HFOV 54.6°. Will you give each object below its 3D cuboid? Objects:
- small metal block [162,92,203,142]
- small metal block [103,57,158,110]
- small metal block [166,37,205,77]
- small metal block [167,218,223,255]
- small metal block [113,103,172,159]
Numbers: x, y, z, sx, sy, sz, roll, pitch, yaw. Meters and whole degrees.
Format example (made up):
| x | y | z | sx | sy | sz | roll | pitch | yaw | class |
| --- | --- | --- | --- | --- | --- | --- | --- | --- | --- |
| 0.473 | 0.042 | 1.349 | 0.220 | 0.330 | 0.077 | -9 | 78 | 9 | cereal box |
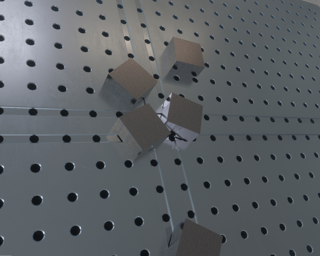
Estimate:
| x | y | z | sx | sy | sz | roll | pitch | yaw | class |
| --- | --- | --- | --- | --- | --- | --- | --- | --- | --- |
| 0.030 | -0.015 | 0.433 | 0.050 | 0.025 | 0.050 | 22 | 54 | -15 | small metal block |
| -0.040 | -0.061 | 0.424 | 0.050 | 0.025 | 0.050 | 42 | 51 | 1 | small metal block |
| 0.041 | -0.114 | 0.499 | 0.050 | 0.025 | 0.050 | 8 | 58 | -24 | small metal block |
| 0.038 | 0.137 | 0.345 | 0.050 | 0.025 | 0.050 | 29 | 52 | -10 | small metal block |
| -0.023 | 0.003 | 0.394 | 0.050 | 0.025 | 0.050 | -29 | 78 | -37 | small metal block |
